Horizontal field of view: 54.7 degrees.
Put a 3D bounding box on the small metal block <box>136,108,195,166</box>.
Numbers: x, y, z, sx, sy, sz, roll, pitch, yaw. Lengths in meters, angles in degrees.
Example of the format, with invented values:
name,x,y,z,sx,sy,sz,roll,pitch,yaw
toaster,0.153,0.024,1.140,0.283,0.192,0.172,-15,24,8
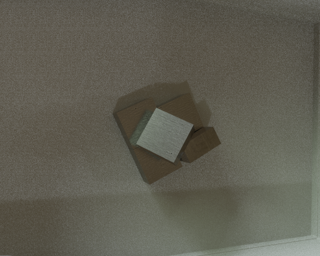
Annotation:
name,x,y,z,sx,sy,sz,roll,pitch,yaw
small metal block,0.008,0.011,0.373,0.050,0.025,0.050,25,79,16

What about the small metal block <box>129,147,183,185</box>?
name,x,y,z,sx,sy,sz,roll,pitch,yaw
small metal block,-0.006,0.039,0.408,0.050,0.025,0.050,-26,99,-18

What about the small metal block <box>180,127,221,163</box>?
name,x,y,z,sx,sy,sz,roll,pitch,yaw
small metal block,0.044,0.021,0.413,0.050,0.050,0.025,-30,100,-19

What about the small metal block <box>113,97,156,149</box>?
name,x,y,z,sx,sy,sz,roll,pitch,yaw
small metal block,-0.026,-0.006,0.400,0.050,0.025,0.050,-26,99,-18

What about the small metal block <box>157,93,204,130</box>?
name,x,y,z,sx,sy,sz,roll,pitch,yaw
small metal block,0.024,-0.014,0.419,0.050,0.025,0.050,-26,99,-18
